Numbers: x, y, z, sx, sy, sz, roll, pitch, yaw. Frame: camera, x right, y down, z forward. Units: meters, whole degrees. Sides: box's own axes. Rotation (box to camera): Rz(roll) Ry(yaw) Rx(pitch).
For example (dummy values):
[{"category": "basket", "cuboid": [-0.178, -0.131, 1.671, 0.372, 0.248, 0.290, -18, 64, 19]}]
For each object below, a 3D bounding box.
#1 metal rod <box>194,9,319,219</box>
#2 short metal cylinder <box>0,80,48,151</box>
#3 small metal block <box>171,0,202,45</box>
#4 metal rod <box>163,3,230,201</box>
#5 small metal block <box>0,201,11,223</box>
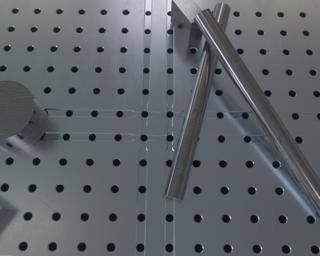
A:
[{"category": "metal rod", "cuboid": [0.131, -0.024, 0.396, 0.025, 0.025, 0.299, -29, 82, -10]}, {"category": "short metal cylinder", "cuboid": [-0.195, -0.015, 0.402, 0.081, 0.050, 0.080, 0, 70, 0]}, {"category": "small metal block", "cuboid": [0.041, -0.161, 0.458, 0.025, 0.050, 0.050, -30, 73, -10]}, {"category": "metal rod", "cuboid": [0.056, -0.049, 0.429, 0.025, 0.025, 0.299, 15, 71, 5]}, {"category": "small metal block", "cuboid": [-0.221, 0.104, 0.372, 0.050, 0.025, 0.050, 32, 73, 10]}]
